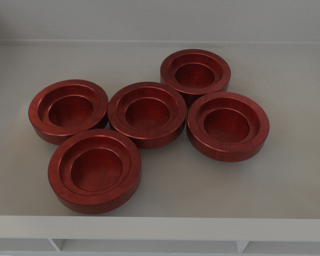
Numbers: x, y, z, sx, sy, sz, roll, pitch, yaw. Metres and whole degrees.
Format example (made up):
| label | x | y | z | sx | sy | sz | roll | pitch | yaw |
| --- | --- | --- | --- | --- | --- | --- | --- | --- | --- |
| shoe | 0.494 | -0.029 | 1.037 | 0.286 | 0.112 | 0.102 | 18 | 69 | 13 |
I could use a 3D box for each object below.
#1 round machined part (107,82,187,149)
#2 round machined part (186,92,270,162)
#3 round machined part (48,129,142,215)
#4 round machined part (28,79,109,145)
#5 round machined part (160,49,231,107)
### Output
| label | x | y | z | sx | sy | sz | roll | pitch | yaw |
| --- | --- | --- | --- | --- | --- | --- | --- | --- | --- |
| round machined part | -0.016 | -0.012 | 0.399 | 0.099 | 0.042 | 0.098 | 0 | 50 | 0 |
| round machined part | 0.082 | 0.003 | 0.389 | 0.099 | 0.042 | 0.098 | 0 | 50 | 0 |
| round machined part | -0.069 | 0.051 | 0.346 | 0.099 | 0.042 | 0.098 | 0 | 50 | 0 |
| round machined part | -0.114 | -0.016 | 0.403 | 0.099 | 0.042 | 0.098 | 0 | 50 | 0 |
| round machined part | 0.050 | -0.068 | 0.448 | 0.099 | 0.042 | 0.098 | 0 | 50 | 0 |
